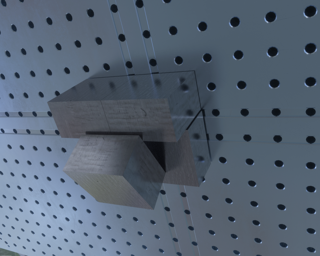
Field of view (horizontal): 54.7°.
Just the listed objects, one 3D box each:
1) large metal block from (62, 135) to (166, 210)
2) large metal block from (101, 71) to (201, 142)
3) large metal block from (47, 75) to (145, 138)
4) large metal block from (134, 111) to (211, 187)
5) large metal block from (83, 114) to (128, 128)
[{"bbox_3d":[-0.050,0.052,0.366,0.080,0.050,0.080,0,142,28],"label":"large metal block"},{"bbox_3d":[-0.007,-0.027,0.360,0.080,0.080,0.050,1,119,27],"label":"large metal block"},{"bbox_3d":[-0.079,-0.028,0.397,0.080,0.080,0.050,1,119,27],"label":"large metal block"},{"bbox_3d":[0.014,0.025,0.398,0.080,0.050,0.079,1,119,27],"label":"large metal block"},{"bbox_3d":[-0.058,0.023,0.435,0.080,0.050,0.079,1,119,27],"label":"large metal block"}]
